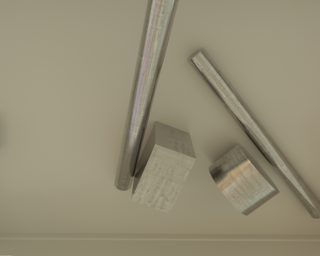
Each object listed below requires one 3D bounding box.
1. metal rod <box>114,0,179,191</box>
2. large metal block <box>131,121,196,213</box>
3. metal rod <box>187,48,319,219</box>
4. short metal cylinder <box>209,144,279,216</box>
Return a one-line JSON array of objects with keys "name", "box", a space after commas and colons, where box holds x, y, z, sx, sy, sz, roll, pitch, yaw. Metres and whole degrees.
[{"name": "metal rod", "box": [-0.022, -0.024, 0.339, 0.025, 0.025, 0.298, 12, 134, -5]}, {"name": "large metal block", "box": [0.003, 0.047, 0.400, 0.050, 0.080, 0.079, 20, 109, -8]}, {"name": "metal rod", "box": [0.139, 0.017, 0.419, 0.025, 0.025, 0.300, -38, 106, 12]}, {"name": "short metal cylinder", "box": [0.110, 0.067, 0.408, 0.050, 0.080, 0.080, -41, 105, 13]}]
